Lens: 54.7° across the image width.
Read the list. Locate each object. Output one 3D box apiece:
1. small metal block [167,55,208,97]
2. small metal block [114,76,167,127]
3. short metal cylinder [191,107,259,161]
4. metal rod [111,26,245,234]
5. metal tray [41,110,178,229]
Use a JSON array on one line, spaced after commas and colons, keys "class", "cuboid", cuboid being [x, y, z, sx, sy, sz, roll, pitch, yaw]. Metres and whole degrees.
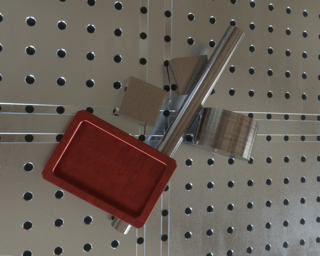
[{"class": "small metal block", "cuboid": [0.041, -0.072, 0.429, 0.050, 0.025, 0.050, -11, 94, -20]}, {"class": "small metal block", "cuboid": [-0.026, -0.034, 0.404, 0.050, 0.025, 0.050, 21, 83, -19]}, {"class": "short metal cylinder", "cuboid": [0.087, 0.009, 0.417, 0.081, 0.080, 0.050, 19, 84, -20]}, {"class": "metal rod", "cuboid": [0.025, 0.000, 0.403, 0.025, 0.025, 0.299, 32, 87, -18]}, {"class": "metal tray", "cuboid": [-0.057, 0.048, 0.367, 0.130, 0.030, 0.090, 29, 87, -4]}]
